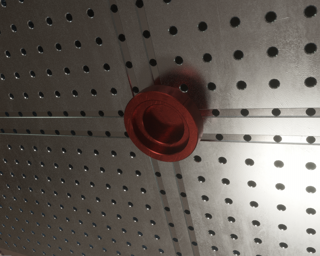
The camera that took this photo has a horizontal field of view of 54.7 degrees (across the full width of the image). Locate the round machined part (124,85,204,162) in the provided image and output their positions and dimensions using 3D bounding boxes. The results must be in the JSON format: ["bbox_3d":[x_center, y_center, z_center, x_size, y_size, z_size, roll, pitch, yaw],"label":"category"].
[{"bbox_3d":[0.008,-0.009,0.389,0.098,0.042,0.097,13,124,20],"label":"round machined part"}]
